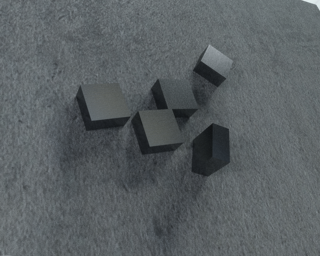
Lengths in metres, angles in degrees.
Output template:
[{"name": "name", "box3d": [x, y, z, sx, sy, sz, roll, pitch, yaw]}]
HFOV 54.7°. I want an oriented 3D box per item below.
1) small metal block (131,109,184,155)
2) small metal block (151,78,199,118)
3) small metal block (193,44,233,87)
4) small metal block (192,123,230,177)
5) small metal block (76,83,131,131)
[{"name": "small metal block", "box3d": [-0.003, 0.004, 0.401, 0.050, 0.025, 0.050, -5, 65, -31]}, {"name": "small metal block", "box3d": [0.021, -0.042, 0.443, 0.050, 0.025, 0.050, -3, 63, -30]}, {"name": "small metal block", "box3d": [0.089, -0.104, 0.518, 0.050, 0.025, 0.050, 33, 51, -7]}, {"name": "small metal block", "box3d": [0.066, 0.030, 0.407, 0.025, 0.050, 0.050, 19, 54, -18]}, {"name": "small metal block", "box3d": [-0.071, -0.027, 0.383, 0.050, 0.025, 0.050, -8, 66, -32]}]
